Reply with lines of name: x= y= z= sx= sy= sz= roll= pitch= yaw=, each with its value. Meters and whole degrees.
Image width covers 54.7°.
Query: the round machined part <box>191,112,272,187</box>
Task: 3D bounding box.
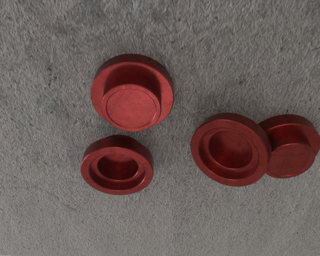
round machined part: x=0.093 y=0.024 z=0.400 sx=0.098 sy=0.042 sz=0.097 roll=14 pitch=124 yaw=23

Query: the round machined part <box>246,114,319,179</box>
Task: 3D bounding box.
round machined part: x=0.170 y=0.032 z=0.425 sx=0.099 sy=0.042 sz=0.097 roll=0 pitch=130 yaw=0

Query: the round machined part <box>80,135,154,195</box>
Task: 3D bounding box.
round machined part: x=-0.058 y=0.048 z=0.436 sx=0.099 sy=0.042 sz=0.097 roll=0 pitch=130 yaw=0

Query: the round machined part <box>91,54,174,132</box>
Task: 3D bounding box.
round machined part: x=-0.032 y=-0.034 z=0.367 sx=0.099 sy=0.042 sz=0.097 roll=0 pitch=130 yaw=0
